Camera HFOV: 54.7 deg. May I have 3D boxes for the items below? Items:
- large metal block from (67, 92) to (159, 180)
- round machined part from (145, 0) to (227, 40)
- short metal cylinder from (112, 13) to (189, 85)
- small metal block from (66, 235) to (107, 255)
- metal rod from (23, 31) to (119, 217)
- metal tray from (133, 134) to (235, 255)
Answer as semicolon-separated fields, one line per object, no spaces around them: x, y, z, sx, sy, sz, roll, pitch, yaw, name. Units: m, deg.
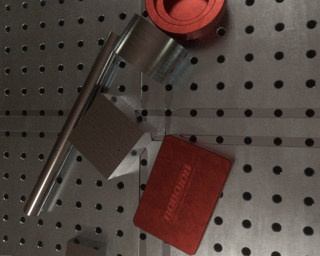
-0.063;0.010;0.421;0.080;0.050;0.080;42;103;15;large metal block
0.034;-0.157;0.387;0.098;0.042;0.097;-1;84;15;round machined part
-0.012;-0.098;0.387;0.080;0.080;0.050;39;103;15;short metal cylinder
-0.109;0.190;0.450;0.050;0.025;0.050;8;93;19;small metal block
-0.129;0.000;0.456;0.025;0.025;0.299;31;100;17;metal rod
0.029;0.083;0.399;0.090;0.030;0.129;23;97;18;metal tray
